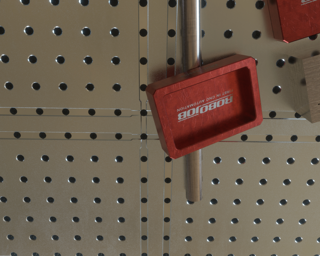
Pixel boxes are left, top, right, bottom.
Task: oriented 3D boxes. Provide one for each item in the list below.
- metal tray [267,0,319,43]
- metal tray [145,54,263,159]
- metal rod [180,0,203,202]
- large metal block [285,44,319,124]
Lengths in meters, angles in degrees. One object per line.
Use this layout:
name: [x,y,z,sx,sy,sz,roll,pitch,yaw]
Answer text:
metal tray: [0.193,-0.161,0.353,0.131,0.030,0.090,-17,109,6]
metal tray: [0.057,-0.027,0.376,0.131,0.030,0.089,-21,114,-12]
metal rod: [0.042,-0.039,0.399,0.025,0.025,0.298,-3,110,1]
large metal block: [0.210,-0.061,0.379,0.080,0.050,0.080,-16,110,6]
